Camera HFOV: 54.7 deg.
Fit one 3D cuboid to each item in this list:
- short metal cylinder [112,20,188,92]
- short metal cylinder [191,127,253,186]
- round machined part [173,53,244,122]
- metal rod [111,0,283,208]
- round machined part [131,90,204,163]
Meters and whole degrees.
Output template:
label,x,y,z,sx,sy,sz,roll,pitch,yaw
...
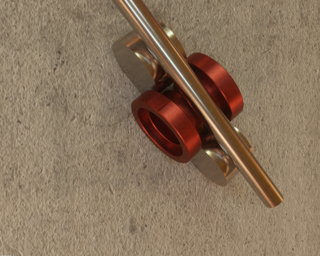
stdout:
label,x,y,z,sx,sy,sz,roll,pitch,yaw
short metal cylinder,-0.012,-0.084,0.377,0.050,0.080,0.080,-41,103,-16
short metal cylinder,0.075,0.030,0.410,0.050,0.080,0.080,-41,103,-16
round machined part,0.055,-0.043,0.393,0.042,0.098,0.098,-40,103,-11
metal rod,0.049,-0.026,0.345,0.025,0.025,0.300,-42,104,-15
round machined part,0.014,-0.007,0.376,0.042,0.098,0.098,-42,104,-19
